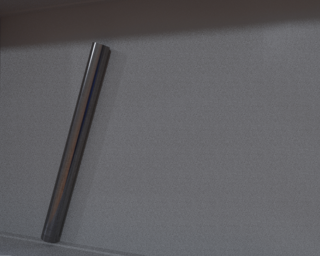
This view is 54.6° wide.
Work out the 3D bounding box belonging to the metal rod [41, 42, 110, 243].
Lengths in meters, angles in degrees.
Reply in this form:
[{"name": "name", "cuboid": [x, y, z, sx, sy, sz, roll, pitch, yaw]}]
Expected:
[{"name": "metal rod", "cuboid": [-0.126, 0.025, 0.455, 0.025, 0.025, 0.298, 18, 96, 19]}]
